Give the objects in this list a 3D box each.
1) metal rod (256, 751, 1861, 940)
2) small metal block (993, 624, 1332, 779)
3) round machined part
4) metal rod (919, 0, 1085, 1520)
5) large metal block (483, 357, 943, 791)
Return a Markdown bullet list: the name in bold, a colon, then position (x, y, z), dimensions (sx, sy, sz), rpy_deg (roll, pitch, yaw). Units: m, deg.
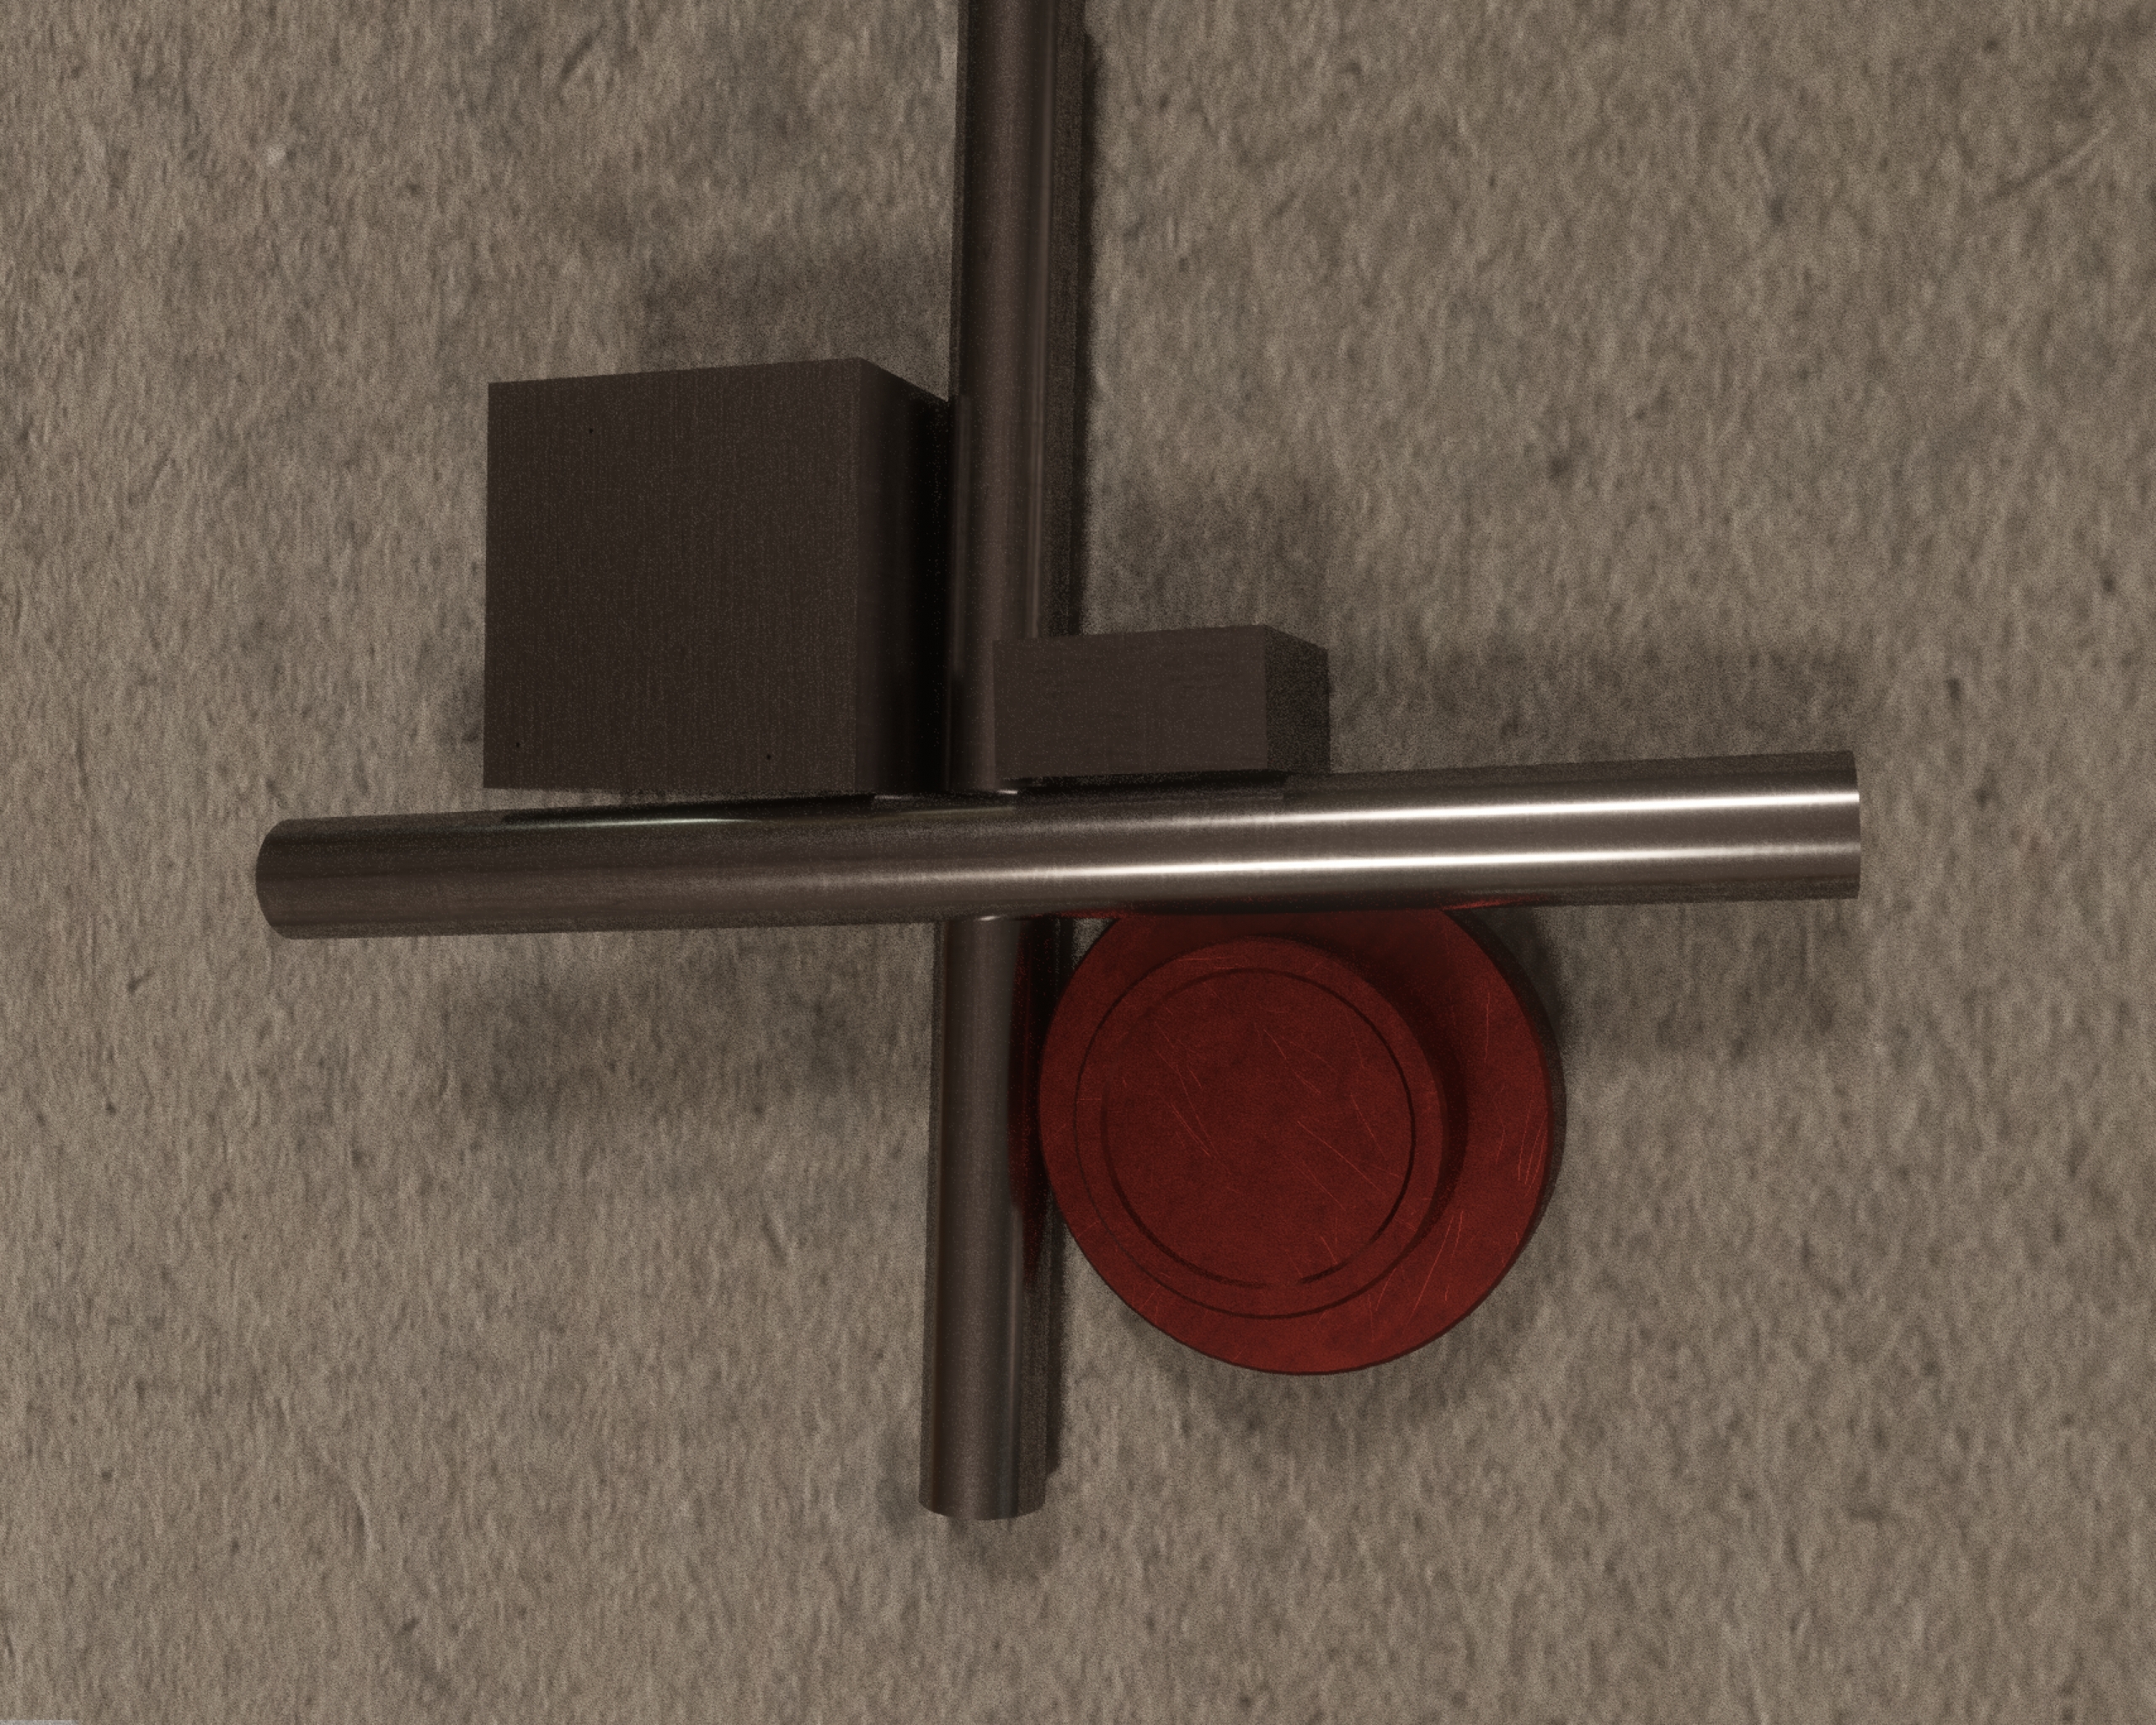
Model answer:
- **metal rod**: position (-0.015, -0.001, 0.388), dimensions (0.301, 0.025, 0.025), rpy_deg (-2, 90, 15)
- **small metal block**: position (0.017, -0.028, 0.390), dimensions (0.050, 0.050, 0.025), rpy_deg (-1, 90, 19)
- **round machined part**: position (0.038, 0.047, 0.386), dimensions (0.098, 0.042, 0.097), rpy_deg (0, 90, 19)
- **metal rod**: position (-0.015, -0.022, 0.414), dimensions (0.025, 0.025, 0.298), rpy_deg (2, 91, 19)
- **large metal block**: position (-0.070, -0.054, 0.420), dimensions (0.080, 0.050, 0.079), rpy_deg (1, 90, 19)
